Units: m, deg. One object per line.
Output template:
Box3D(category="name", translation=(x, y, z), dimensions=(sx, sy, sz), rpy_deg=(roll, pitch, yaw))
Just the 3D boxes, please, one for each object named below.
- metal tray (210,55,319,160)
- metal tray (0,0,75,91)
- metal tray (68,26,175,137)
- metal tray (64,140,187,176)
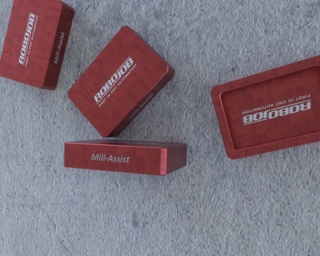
Box3D(category="metal tray", translation=(0.134, -0.021, 0.358), dimensions=(0.130, 0.030, 0.090), rpy_deg=(-15, 85, 19))
Box3D(category="metal tray", translation=(-0.190, -0.131, 0.473), dimensions=(0.090, 0.030, 0.129), rpy_deg=(17, 96, 19))
Box3D(category="metal tray", translation=(-0.055, -0.061, 0.426), dimensions=(0.130, 0.030, 0.090), rpy_deg=(-46, 76, 14))
Box3D(category="metal tray", translation=(-0.040, 0.033, 0.388), dimensions=(0.130, 0.090, 0.030), rpy_deg=(2, 91, 20))
